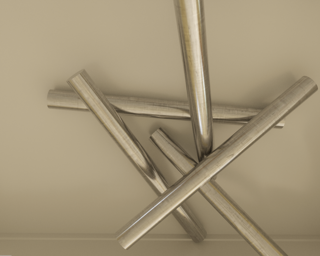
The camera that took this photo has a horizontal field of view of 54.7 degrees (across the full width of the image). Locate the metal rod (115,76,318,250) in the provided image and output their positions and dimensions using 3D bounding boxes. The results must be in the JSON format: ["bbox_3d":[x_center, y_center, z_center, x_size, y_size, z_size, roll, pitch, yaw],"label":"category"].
[{"bbox_3d":[0.070,0.040,0.378,0.301,0.025,0.025,-39,106,-3],"label":"metal rod"}]

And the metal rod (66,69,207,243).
[{"bbox_3d":[-0.018,0.052,0.413,0.025,0.025,0.299,-30,114,10],"label":"metal rod"}]

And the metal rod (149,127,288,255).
[{"bbox_3d":[0.097,0.113,0.390,0.300,0.025,0.025,46,105,10],"label":"metal rod"}]

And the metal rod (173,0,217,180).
[{"bbox_3d":[0.042,-0.034,0.333,0.025,0.025,0.299,-11,136,4],"label":"metal rod"}]

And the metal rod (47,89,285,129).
[{"bbox_3d":[0.010,-0.024,0.402,0.302,0.025,0.025,5,110,-3],"label":"metal rod"}]
